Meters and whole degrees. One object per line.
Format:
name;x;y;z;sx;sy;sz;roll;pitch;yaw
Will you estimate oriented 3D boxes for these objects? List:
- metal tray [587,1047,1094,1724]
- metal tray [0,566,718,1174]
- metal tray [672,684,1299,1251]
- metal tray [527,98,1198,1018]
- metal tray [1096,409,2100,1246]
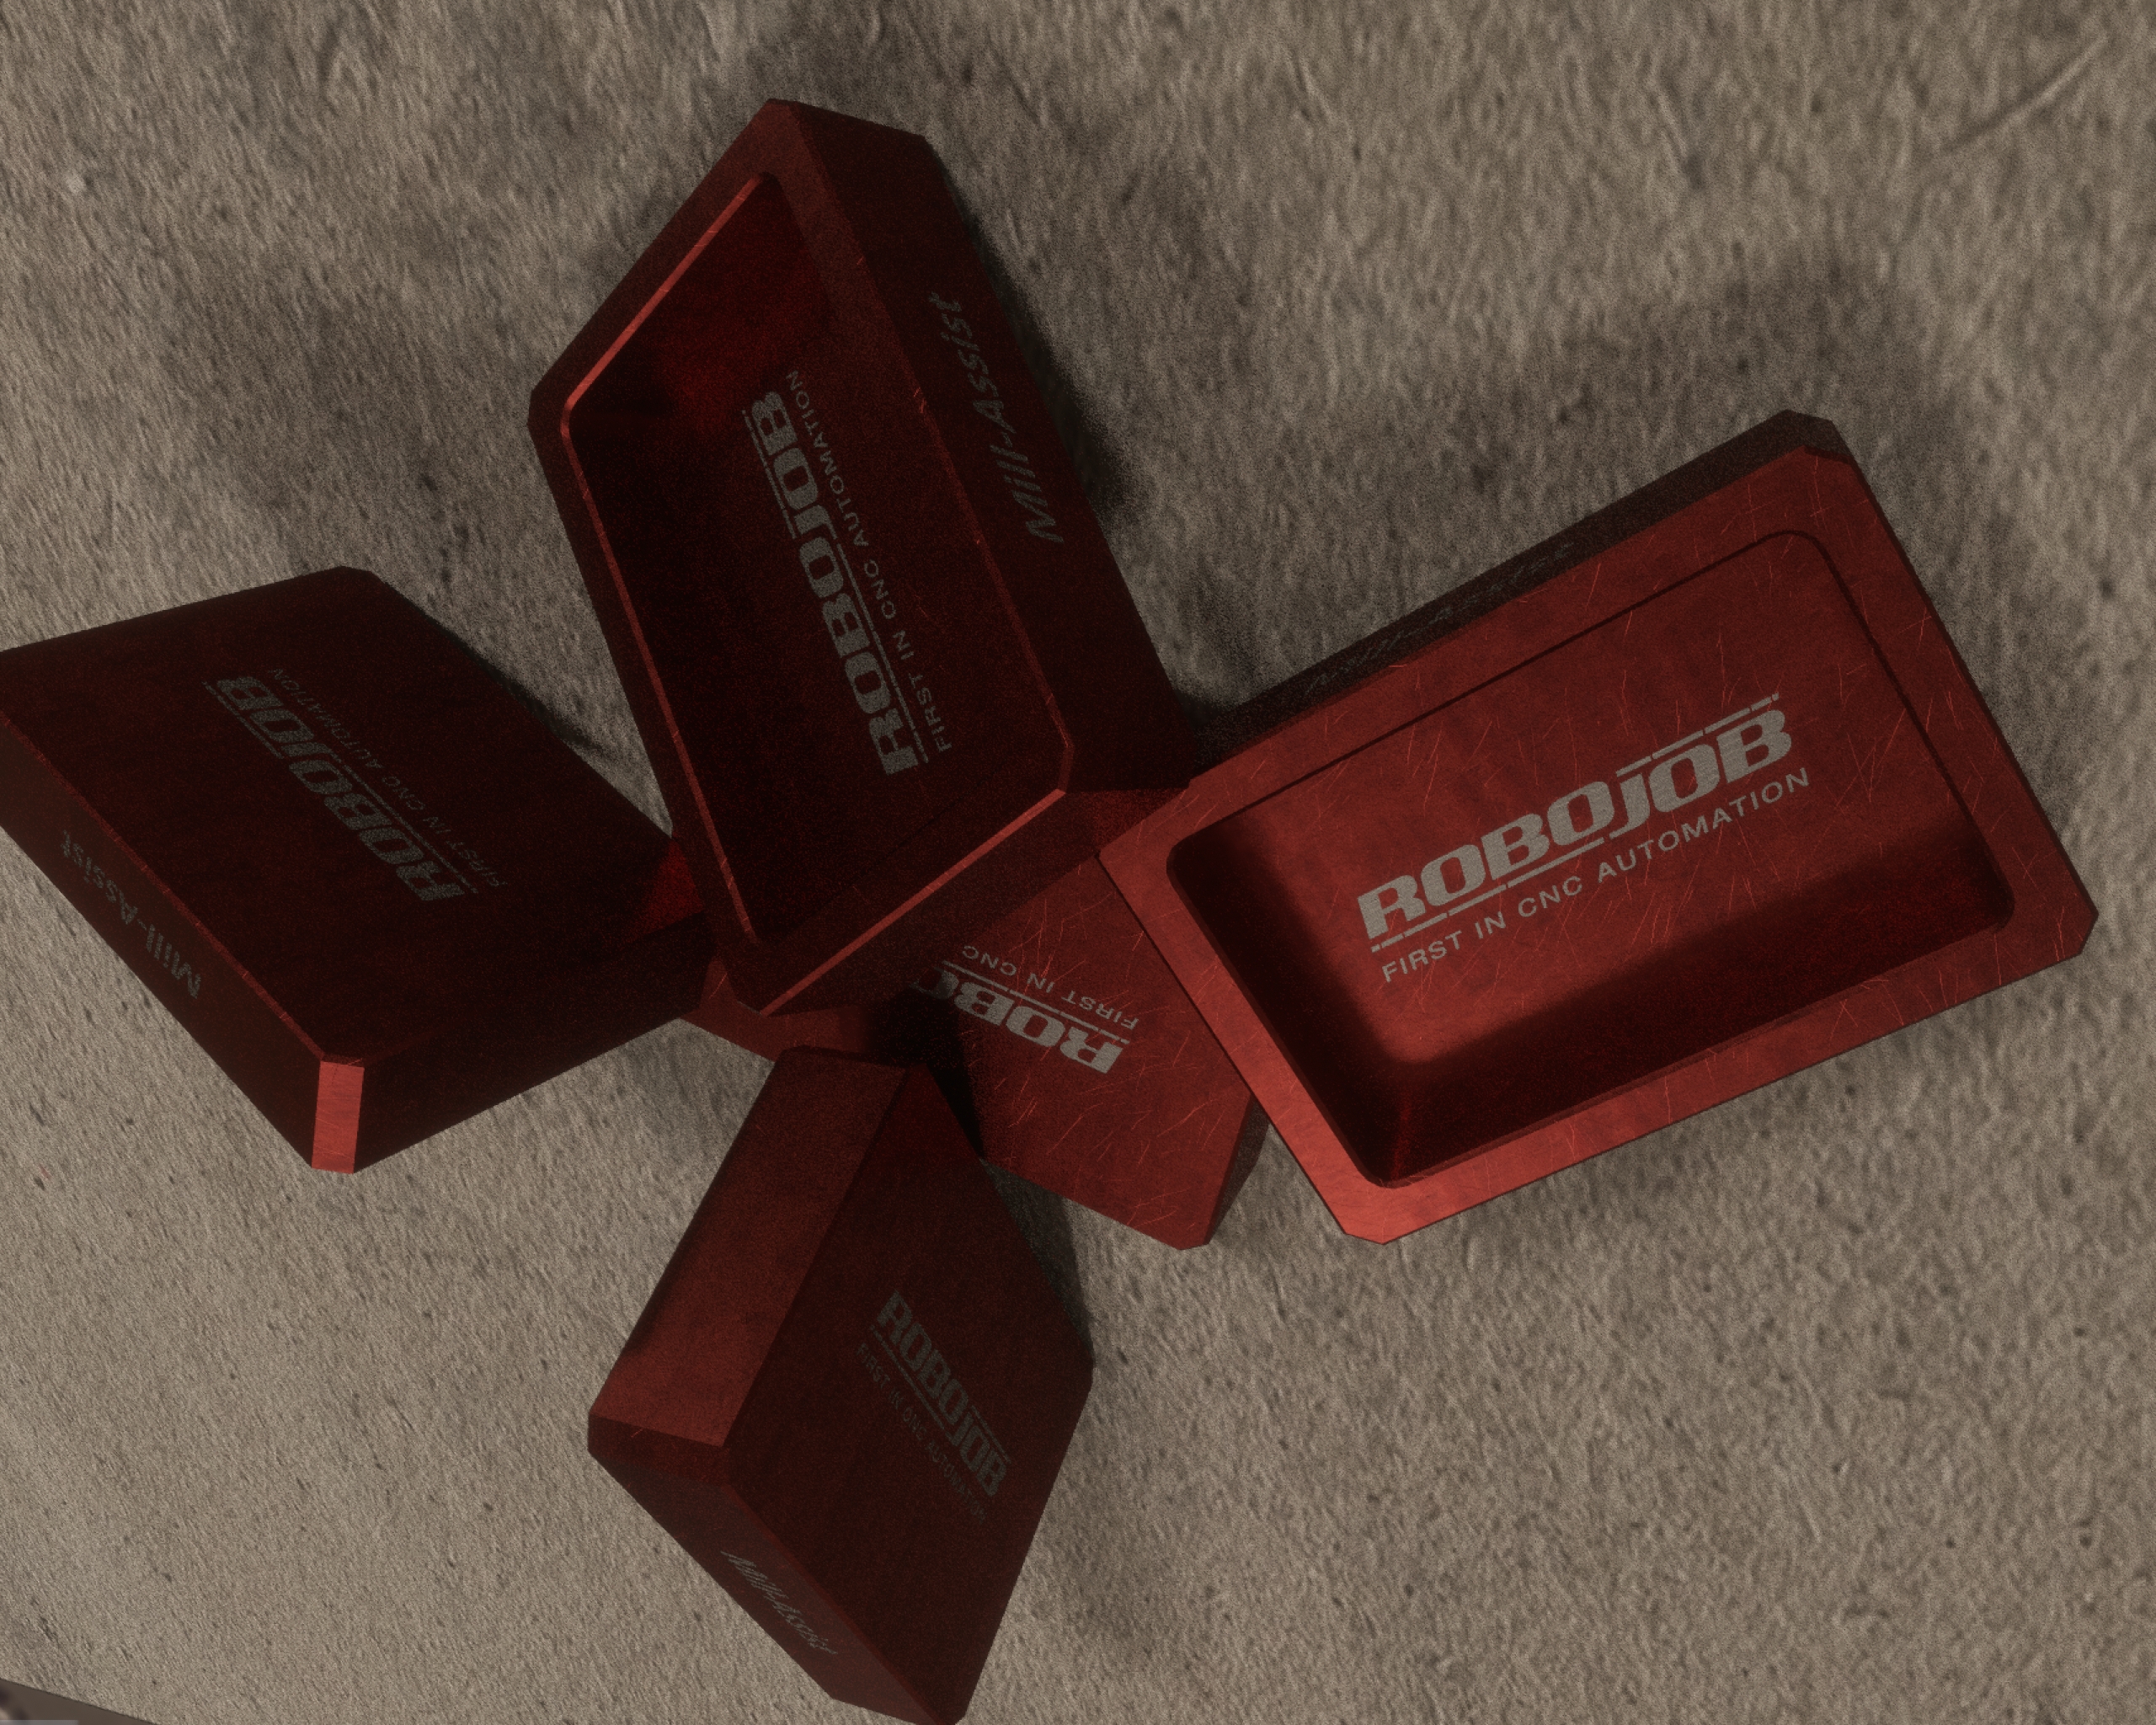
metal tray;-0.042;0.110;0.430;0.030;0.090;0.130;6;142;26
metal tray;-0.147;-0.005;0.419;0.130;0.091;0.030;39;131;23
metal tray;-0.019;0.014;0.422;0.130;0.030;0.089;23;127;13
metal tray;-0.042;-0.050;0.357;0.090;0.030;0.130;-36;70;38
metal tray;0.081;-0.002;0.339;0.130;0.030;0.090;-28;104;22
